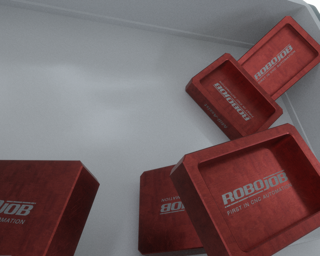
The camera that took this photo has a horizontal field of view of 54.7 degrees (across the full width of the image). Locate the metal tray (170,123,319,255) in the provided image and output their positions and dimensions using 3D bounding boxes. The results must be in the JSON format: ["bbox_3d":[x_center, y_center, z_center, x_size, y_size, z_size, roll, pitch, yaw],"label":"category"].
[{"bbox_3d":[0.085,0.052,0.262,0.131,0.030,0.090,-14,65,-29],"label":"metal tray"}]

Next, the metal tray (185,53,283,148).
[{"bbox_3d":[0.115,-0.043,0.479,0.090,0.030,0.130,-39,84,-25],"label":"metal tray"}]

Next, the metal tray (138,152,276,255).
[{"bbox_3d":[0.042,0.079,0.319,0.030,0.130,0.090,46,35,-49],"label":"metal tray"}]

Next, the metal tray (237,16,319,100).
[{"bbox_3d":[0.190,-0.106,0.514,0.090,0.130,0.030,48,13,5],"label":"metal tray"}]

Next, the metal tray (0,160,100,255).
[{"bbox_3d":[-0.122,0.070,0.242,0.130,0.030,0.090,-2,50,21],"label":"metal tray"}]
